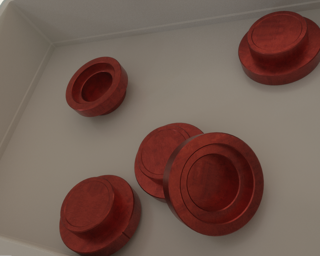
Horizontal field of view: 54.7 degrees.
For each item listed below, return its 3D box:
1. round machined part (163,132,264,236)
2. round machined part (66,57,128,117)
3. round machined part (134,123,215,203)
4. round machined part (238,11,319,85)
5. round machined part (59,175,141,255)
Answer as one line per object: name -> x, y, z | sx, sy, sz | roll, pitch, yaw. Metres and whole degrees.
round machined part -> 0.050, 0.054, 0.312 | 0.098, 0.098, 0.042 | -57, 10, -12
round machined part -> -0.092, -0.058, 0.477 | 0.098, 0.042, 0.098 | -13, 56, 20
round machined part -> 0.013, 0.036, 0.365 | 0.098, 0.042, 0.098 | -13, 56, 20
round machined part -> 0.146, -0.105, 0.382 | 0.098, 0.042, 0.098 | -13, 56, 20
round machined part -> -0.075, 0.097, 0.363 | 0.098, 0.042, 0.098 | -13, 47, 15
